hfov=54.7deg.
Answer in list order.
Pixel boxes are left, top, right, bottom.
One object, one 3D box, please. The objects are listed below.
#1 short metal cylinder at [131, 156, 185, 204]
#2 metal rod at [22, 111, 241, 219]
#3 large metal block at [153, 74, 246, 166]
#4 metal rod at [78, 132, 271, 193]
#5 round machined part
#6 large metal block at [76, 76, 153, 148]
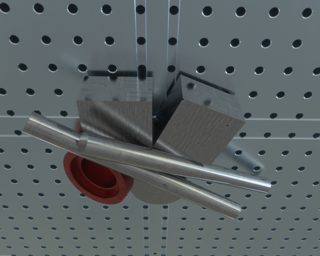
[{"bbox_3d":[-0.001,0.065,0.445,0.081,0.050,0.079,0,130,0],"label":"short metal cylinder"},{"bbox_3d":[-0.017,0.056,0.387,0.301,0.025,0.025,27,125,-23],"label":"metal rod"},{"bbox_3d":[0.044,-0.008,0.383,0.080,0.050,0.079,19,128,-16],"label":"large metal block"},{"bbox_3d":[0.041,0.053,0.403,0.302,0.025,0.025,17,130,-33],"label":"metal rod"},{"bbox_3d":[-0.079,0.056,0.428,0.098,0.042,0.097,14,129,18],"label":"round machined part"},{"bbox_3d":[-0.049,-0.015,0.373,0.081,0.050,0.079,1,130,-1],"label":"large metal block"}]
